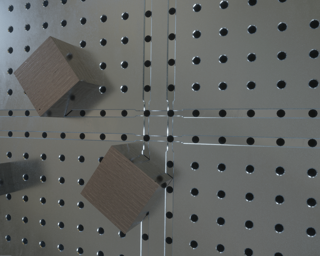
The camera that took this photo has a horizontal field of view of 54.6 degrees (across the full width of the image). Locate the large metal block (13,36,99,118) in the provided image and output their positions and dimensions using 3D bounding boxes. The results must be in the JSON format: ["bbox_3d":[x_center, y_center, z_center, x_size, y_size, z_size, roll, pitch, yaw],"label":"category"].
[{"bbox_3d":[-0.151,-0.072,0.453,0.080,0.050,0.080,-38,78,16],"label":"large metal block"}]

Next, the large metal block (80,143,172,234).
[{"bbox_3d":[-0.044,0.078,0.415,0.080,0.050,0.080,37,102,16],"label":"large metal block"}]

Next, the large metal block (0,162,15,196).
[{"bbox_3d":[-0.295,0.090,0.489,0.080,0.080,0.050,-13,86,19],"label":"large metal block"}]
